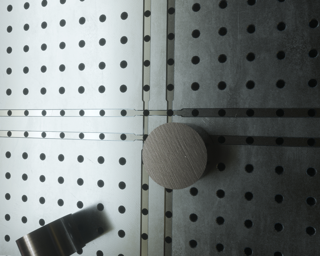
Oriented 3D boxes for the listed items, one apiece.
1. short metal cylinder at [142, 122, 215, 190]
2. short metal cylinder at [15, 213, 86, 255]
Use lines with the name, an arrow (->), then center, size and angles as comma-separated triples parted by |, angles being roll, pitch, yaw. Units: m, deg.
short metal cylinder -> 0.025, 0.033, 0.391 | 0.080, 0.050, 0.079 | 0, 90, 20
short metal cylinder -> -0.153, 0.163, 0.437 | 0.080, 0.080, 0.050 | -30, 80, 17
